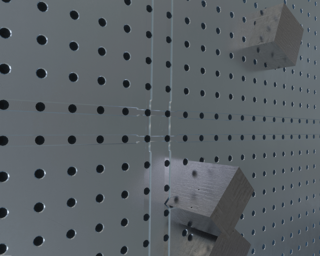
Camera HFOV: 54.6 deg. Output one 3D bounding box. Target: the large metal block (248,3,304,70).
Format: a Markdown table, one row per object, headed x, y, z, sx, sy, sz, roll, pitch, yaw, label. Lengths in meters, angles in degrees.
| x | y | z | sx | sy | sz | roll | pitch | yaw | label |
| --- | --- | --- | --- | --- | --- | --- | --- | --- | --- |
| 0.215 | -0.166 | 0.571 | 0.080 | 0.050 | 0.080 | 30 | 72 | -36 | large metal block |

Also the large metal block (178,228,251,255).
| x | y | z | sx | sy | sz | roll | pitch | yaw | label |
| --- | --- | --- | --- | --- | --- | --- | --- | --- | --- |
| 0.081 | 0.185 | 0.460 | 0.080 | 0.050 | 0.080 | 47 | 62 | -30 | large metal block |

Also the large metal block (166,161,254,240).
| x | y | z | sx | sy | sz | roll | pitch | yaw | label |
| --- | --- | --- | --- | --- | --- | --- | --- | --- | --- |
| 0.070 | 0.096 | 0.431 | 0.080 | 0.080 | 0.050 | -52 | 121 | -27 | large metal block |
